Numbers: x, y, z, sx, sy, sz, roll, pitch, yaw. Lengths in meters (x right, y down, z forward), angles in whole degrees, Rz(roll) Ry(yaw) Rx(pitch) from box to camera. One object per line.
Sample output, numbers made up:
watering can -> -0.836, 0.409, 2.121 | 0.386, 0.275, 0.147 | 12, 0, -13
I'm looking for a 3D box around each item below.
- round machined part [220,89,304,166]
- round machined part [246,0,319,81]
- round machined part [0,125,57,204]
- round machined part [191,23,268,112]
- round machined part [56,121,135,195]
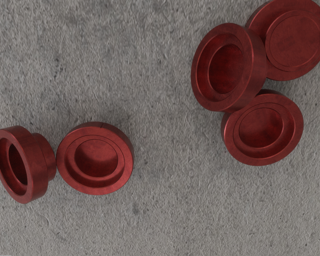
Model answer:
round machined part -> 0.126, -0.003, 0.398 | 0.099, 0.042, 0.097 | -1, 114, -3
round machined part -> 0.150, -0.103, 0.364 | 0.099, 0.042, 0.097 | 0, 110, 0
round machined part -> -0.170, 0.044, 0.398 | 0.098, 0.042, 0.097 | 14, 113, 37
round machined part -> 0.082, -0.066, 0.354 | 0.042, 0.098, 0.097 | 4, 113, -33
round machined part -> -0.083, 0.037, 0.413 | 0.099, 0.042, 0.097 | 0, 110, 0
